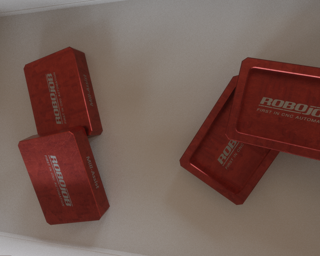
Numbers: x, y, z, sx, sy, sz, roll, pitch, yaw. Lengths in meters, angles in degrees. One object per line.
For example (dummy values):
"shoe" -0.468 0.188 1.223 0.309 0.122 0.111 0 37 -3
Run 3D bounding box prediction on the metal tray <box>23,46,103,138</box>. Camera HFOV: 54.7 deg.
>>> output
"metal tray" -0.144 -0.042 0.457 0.090 0.030 0.129 -16 85 19

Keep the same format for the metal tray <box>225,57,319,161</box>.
"metal tray" 0.143 -0.018 0.324 0.130 0.030 0.089 13 93 18

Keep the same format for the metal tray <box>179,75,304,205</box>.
"metal tray" 0.095 0.014 0.373 0.090 0.030 0.129 34 101 16

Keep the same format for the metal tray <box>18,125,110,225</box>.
"metal tray" -0.133 0.068 0.434 0.090 0.030 0.129 -11 102 18
